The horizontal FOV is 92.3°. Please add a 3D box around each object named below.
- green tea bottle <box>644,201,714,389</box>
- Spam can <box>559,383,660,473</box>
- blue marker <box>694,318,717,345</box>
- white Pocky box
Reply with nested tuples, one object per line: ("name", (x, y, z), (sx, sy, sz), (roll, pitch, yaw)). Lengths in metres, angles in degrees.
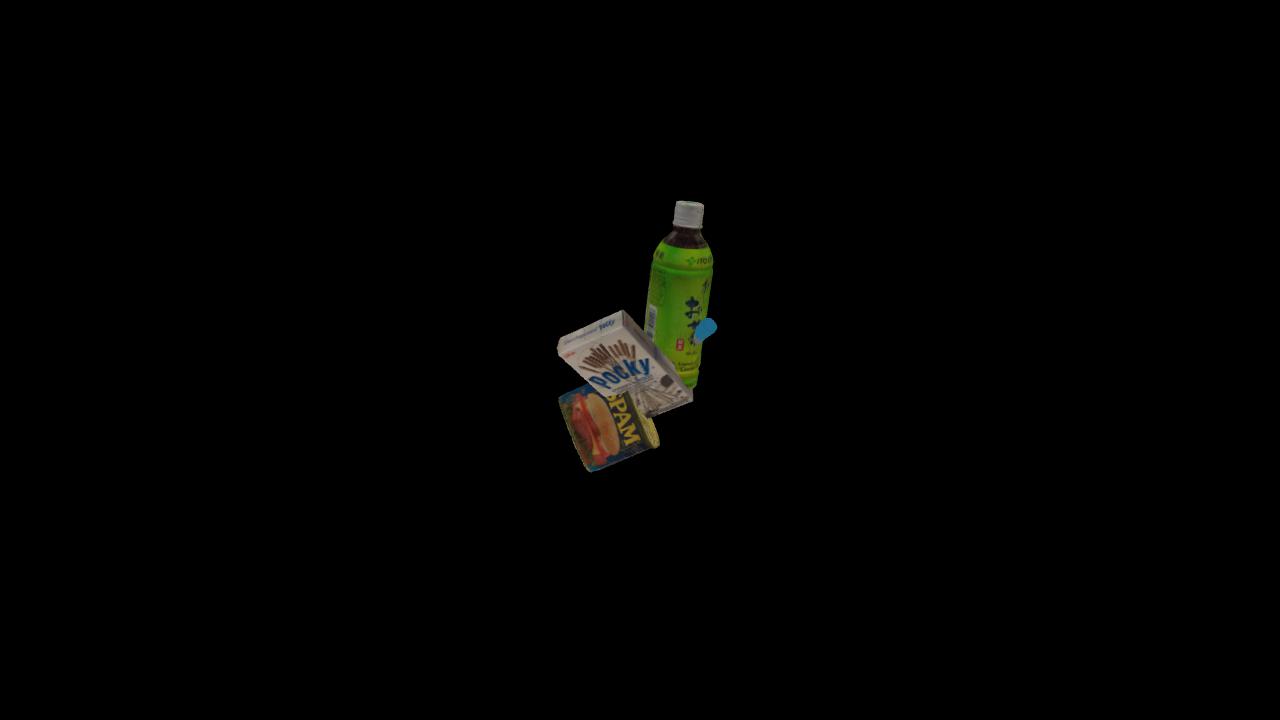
("green tea bottle", (0.042, -0.069, 0.690), (0.073, 0.212, 0.073), (4, 24, -2))
("Spam can", (-0.036, 0.070, 0.715), (0.085, 0.101, 0.058), (-24, -8, 11))
("blue marker", (0.056, -0.018, 0.709), (0.020, 0.020, 0.121), (0, -20, -22))
("white Pocky box", (-0.012, 0.012, 0.678), (0.084, 0.028, 0.154), (-23, -44, 22))
